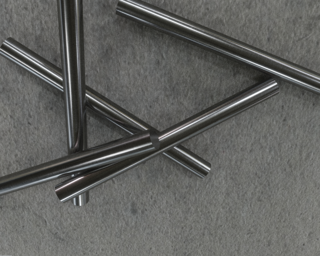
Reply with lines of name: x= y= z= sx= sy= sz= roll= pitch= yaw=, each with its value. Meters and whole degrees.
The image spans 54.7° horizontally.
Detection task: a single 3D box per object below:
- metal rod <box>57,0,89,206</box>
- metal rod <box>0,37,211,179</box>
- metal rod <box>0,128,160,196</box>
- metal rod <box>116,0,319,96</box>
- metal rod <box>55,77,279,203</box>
metal rod: x=-0.102 y=-0.025 z=0.373 sx=0.025 sy=0.025 sz=0.298 roll=5 pitch=120 yaw=-2
metal rod: x=-0.061 y=-0.019 z=0.401 sx=0.301 sy=0.025 sz=0.025 roll=32 pitch=107 yaw=-12
metal rod: x=-0.141 y=0.055 z=0.395 sx=0.300 sy=0.025 sz=0.025 roll=-18 pitch=110 yaw=19
metal rod: x=0.094 y=-0.093 z=0.376 sx=0.302 sy=0.025 sz=0.025 roll=20 pitch=109 yaw=-8
metal rod: x=0.010 y=0.014 z=0.390 sx=0.301 sy=0.025 sz=0.025 roll=-27 pitch=108 yaw=-1
